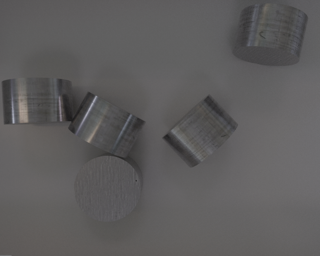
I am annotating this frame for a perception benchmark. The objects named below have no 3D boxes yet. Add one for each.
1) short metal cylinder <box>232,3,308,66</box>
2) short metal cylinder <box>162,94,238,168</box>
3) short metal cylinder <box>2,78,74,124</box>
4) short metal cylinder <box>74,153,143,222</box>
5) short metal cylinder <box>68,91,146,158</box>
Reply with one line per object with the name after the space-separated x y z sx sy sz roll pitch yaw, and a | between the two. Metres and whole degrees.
0.135 -0.113 0.385 0.080 0.080 0.050 12 90 0 | short metal cylinder
0.049 0.003 0.384 0.080 0.080 0.050 -43 90 0 | short metal cylinder
-0.149 -0.031 0.383 0.080 0.080 0.050 -3 90 0 | short metal cylinder
-0.064 0.073 0.398 0.081 0.050 0.080 0 90 0 | short metal cylinder
-0.064 -0.004 0.383 0.080 0.080 0.050 28 90 0 | short metal cylinder
